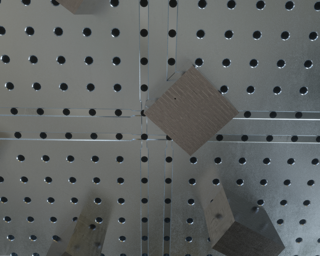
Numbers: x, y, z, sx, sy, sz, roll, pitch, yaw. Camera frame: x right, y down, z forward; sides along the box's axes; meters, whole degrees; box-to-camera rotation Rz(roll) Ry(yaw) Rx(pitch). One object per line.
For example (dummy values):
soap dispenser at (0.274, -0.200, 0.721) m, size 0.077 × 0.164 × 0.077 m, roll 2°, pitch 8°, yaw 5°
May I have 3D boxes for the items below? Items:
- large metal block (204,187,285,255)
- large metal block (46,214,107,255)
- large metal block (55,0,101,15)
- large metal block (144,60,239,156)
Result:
large metal block at (0.114, 0.141, 0.437) m, size 0.080 × 0.080 × 0.050 m, roll 30°, pitch 107°, yaw -11°
large metal block at (-0.129, 0.188, 0.452) m, size 0.050 × 0.080 × 0.080 m, roll 39°, pitch 105°, yaw -13°
large metal block at (-0.099, -0.165, 0.322) m, size 0.080 × 0.080 × 0.050 m, roll 36°, pitch 106°, yaw -12°
large metal block at (0.037, -0.026, 0.391) m, size 0.080 × 0.050 × 0.080 m, roll 43°, pitch 105°, yaw -14°
